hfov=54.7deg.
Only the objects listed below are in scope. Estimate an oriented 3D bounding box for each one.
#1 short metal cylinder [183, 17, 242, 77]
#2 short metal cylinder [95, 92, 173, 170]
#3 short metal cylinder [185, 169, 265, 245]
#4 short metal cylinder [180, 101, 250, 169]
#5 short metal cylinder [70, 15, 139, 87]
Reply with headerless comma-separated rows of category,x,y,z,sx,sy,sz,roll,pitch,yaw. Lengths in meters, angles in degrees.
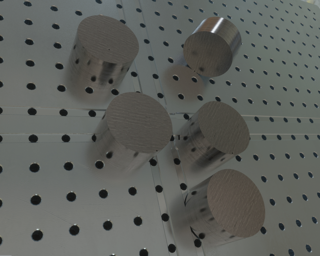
short metal cylinder,0.084,-0.129,0.497,0.080,0.080,0.050,37,51,-4
short metal cylinder,-0.032,0.004,0.372,0.081,0.050,0.080,13,56,-21
short metal cylinder,0.078,0.096,0.375,0.081,0.050,0.080,14,56,-21
short metal cylinder,0.075,0.010,0.426,0.081,0.050,0.080,14,56,-21
short metal cylinder,-0.075,-0.102,0.414,0.081,0.050,0.080,14,56,-21
